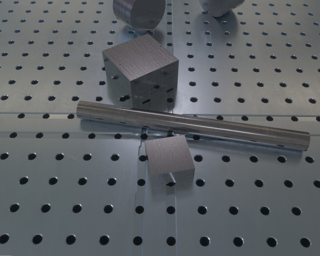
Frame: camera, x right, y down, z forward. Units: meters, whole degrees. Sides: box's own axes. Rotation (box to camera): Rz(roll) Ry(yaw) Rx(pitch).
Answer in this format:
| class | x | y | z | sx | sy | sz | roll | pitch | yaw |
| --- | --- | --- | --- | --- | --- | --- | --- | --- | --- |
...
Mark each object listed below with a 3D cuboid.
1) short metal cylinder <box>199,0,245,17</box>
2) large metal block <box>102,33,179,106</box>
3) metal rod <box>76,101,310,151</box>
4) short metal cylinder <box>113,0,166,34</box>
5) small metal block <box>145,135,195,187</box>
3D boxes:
| class | x | y | z | sx | sy | sz | roll | pitch | yaw |
| --- | --- | --- | --- | --- | --- | --- | --- | --- | --- |
| short metal cylinder | 0.118 | -0.261 | 0.592 | 0.050 | 0.080 | 0.080 | -34 | 58 | -25 |
| large metal block | -0.029 | -0.089 | 0.466 | 0.081 | 0.050 | 0.080 | -28 | 56 | -22 |
| metal rod | 0.038 | -0.004 | 0.410 | 0.302 | 0.025 | 0.025 | 8 | 51 | 7 |
| short metal cylinder | -0.037 | -0.217 | 0.554 | 0.080 | 0.080 | 0.050 | -34 | 58 | -25 |
| small metal block | 0.011 | 0.039 | 0.375 | 0.050 | 0.025 | 0.050 | -8 | 51 | -7 |
